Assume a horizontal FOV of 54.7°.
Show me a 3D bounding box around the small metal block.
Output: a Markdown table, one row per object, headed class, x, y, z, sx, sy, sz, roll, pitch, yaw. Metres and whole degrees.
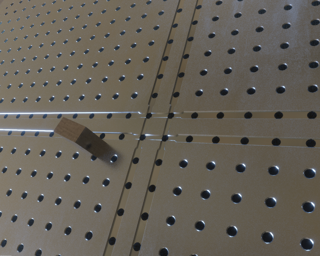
| class | x | y | z | sx | sy | sz | roll | pitch | yaw |
| --- | --- | --- | --- | --- | --- | --- | --- | --- | --- |
| small metal block | -0.114 | 0.013 | 0.442 | 0.050 | 0.050 | 0.025 | 20 | 73 | 35 |
